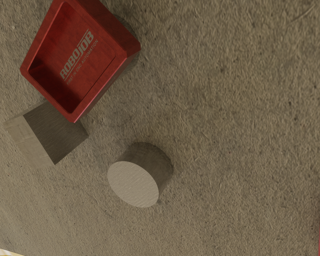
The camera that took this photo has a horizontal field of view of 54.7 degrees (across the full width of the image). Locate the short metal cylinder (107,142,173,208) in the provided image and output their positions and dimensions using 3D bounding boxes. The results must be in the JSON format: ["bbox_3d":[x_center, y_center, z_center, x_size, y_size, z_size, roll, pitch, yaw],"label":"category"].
[{"bbox_3d":[-0.028,0.067,0.447,0.080,0.050,0.079,13,124,21],"label":"short metal cylinder"}]

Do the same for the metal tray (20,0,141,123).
[{"bbox_3d":[-0.092,-0.075,0.340,0.090,0.030,0.129,46,129,-4],"label":"metal tray"}]

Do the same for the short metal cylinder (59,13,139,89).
[{"bbox_3d":[-0.072,-0.092,0.372,0.080,0.050,0.079,13,124,21],"label":"short metal cylinder"}]

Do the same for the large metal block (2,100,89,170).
[{"bbox_3d":[-0.166,0.003,0.461,0.050,0.080,0.080,-14,111,34],"label":"large metal block"}]
